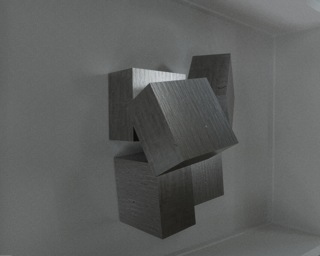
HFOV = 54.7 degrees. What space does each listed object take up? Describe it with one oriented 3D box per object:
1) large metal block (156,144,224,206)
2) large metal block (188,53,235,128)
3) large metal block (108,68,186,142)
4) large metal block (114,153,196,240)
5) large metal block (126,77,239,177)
[{"bbox_3d":[0.039,0.057,0.421,0.081,0.050,0.079,-7,95,-40],"label":"large metal block"},{"bbox_3d":[0.070,-0.042,0.416,0.080,0.050,0.080,70,27,-46],"label":"large metal block"},{"bbox_3d":[-0.015,-0.026,0.378,0.081,0.050,0.079,-1,91,-40],"label":"large metal block"},{"bbox_3d":[-0.008,0.073,0.364,0.050,0.080,0.079,-9,96,-40],"label":"large metal block"},{"bbox_3d":[0.023,-0.003,0.325,0.081,0.050,0.080,-12,73,-39],"label":"large metal block"}]
